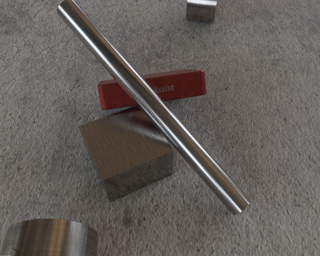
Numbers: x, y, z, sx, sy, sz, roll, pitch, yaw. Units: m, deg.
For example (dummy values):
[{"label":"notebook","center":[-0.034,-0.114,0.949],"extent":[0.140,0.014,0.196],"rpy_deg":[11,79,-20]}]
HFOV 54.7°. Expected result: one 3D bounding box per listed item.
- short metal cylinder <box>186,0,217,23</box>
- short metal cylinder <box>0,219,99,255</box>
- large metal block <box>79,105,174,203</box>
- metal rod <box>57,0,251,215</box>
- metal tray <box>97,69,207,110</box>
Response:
[{"label":"short metal cylinder","center":[0.079,-0.235,0.565],"extent":[0.050,0.080,0.080],"rpy_deg":[9,51,7]},{"label":"short metal cylinder","center":[-0.096,0.118,0.267],"extent":[0.081,0.080,0.050],"rpy_deg":[-2,50,-2]},{"label":"large metal block","center":[-0.039,0.027,0.364],"extent":[0.081,0.050,0.080],"rpy_deg":[-22,53,-17]},{"label":"metal rod","center":[-0.010,-0.027,0.346],"extent":[0.025,0.025,0.300],"rpy_deg":[-39,85,-28]},{"label":"metal tray","center":[-0.014,-0.054,0.413],"extent":[0.131,0.030,0.090],"rpy_deg":[-9,13,-8]}]
